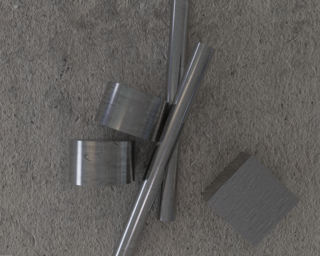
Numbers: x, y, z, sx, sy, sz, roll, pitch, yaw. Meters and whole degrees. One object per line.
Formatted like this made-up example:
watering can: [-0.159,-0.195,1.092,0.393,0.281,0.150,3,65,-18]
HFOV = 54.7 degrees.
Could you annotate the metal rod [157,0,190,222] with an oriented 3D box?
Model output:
metal rod: [0.018,-0.029,0.409,0.025,0.025,0.298,4,90,0]

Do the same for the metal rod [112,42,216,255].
metal rod: [0.000,0.041,0.387,0.025,0.025,0.298,21,99,0]

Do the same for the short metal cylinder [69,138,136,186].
short metal cylinder: [-0.070,0.039,0.382,0.081,0.080,0.050,1,90,0]

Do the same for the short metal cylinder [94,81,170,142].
short metal cylinder: [-0.034,-0.020,0.382,0.080,0.080,0.050,19,90,0]

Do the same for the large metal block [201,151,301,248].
large metal block: [0.113,0.088,0.398,0.080,0.050,0.080,44,90,0]
